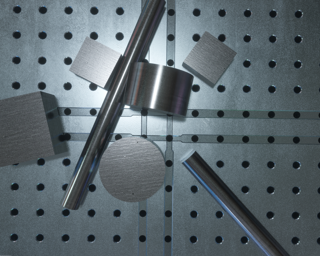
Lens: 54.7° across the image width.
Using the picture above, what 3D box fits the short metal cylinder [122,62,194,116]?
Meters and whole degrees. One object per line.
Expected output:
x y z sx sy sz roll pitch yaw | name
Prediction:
-0.002 -0.046 0.386 0.080 0.080 0.050 11 90 0 | short metal cylinder

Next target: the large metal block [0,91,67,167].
-0.175 0.003 0.399 0.080 0.050 0.080 -13 90 0 | large metal block

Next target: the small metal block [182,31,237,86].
0.065 -0.092 0.414 0.050 0.025 0.050 36 90 0 | small metal block

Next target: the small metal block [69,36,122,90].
-0.084 -0.085 0.412 0.050 0.025 0.050 27 90 0 | small metal block

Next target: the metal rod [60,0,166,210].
-0.062 -0.034 0.412 0.025 0.025 0.299 23 90 0 | metal rod

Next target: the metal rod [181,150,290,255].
0.138 0.149 0.414 0.025 0.025 0.300 -42 90 0 | metal rod

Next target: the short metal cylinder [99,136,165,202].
-0.033 0.050 0.400 0.080 0.050 0.080 0 90 0 | short metal cylinder
